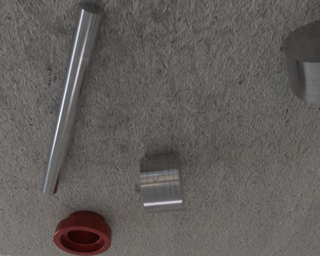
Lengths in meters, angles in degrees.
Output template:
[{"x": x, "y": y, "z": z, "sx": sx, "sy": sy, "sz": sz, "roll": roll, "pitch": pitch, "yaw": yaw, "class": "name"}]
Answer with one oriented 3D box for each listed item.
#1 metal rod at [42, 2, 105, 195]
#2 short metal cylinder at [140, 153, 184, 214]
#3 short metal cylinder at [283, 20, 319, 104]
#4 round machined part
[{"x": -0.120, "y": -0.012, "z": 0.395, "sx": 0.025, "sy": 0.025, "sz": 0.298, "roll": 16, "pitch": 128, "yaw": -13, "class": "metal rod"}, {"x": 0.005, "y": 0.078, "z": 0.437, "sx": 0.050, "sy": 0.080, "sz": 0.080, "roll": -7, "pitch": 130, "yaw": 6, "class": "short metal cylinder"}, {"x": 0.171, "y": -0.069, "z": 0.314, "sx": 0.080, "sy": 0.080, "sz": 0.050, "roll": -17, "pitch": 128, "yaw": 14, "class": "short metal cylinder"}, {"x": -0.134, "y": 0.184, "z": 0.551, "sx": 0.099, "sy": 0.042, "sz": 0.097, "roll": 0, "pitch": 130, "yaw": 0, "class": "round machined part"}]
